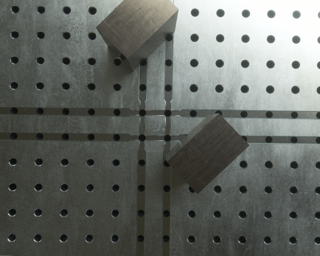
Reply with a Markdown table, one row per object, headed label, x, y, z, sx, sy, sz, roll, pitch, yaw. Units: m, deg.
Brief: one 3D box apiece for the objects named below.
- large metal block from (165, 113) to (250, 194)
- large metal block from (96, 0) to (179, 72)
| label | x | y | z | sx | sy | sz | roll | pitch | yaw |
| --- | --- | --- | --- | --- | --- | --- | --- | --- | --- |
| large metal block | 0.054 | 0.028 | 0.387 | 0.080 | 0.080 | 0.050 | -43 | 91 | 0 |
| large metal block | -0.025 | -0.123 | 0.385 | 0.080 | 0.080 | 0.050 | -45 | 91 | 0 |
